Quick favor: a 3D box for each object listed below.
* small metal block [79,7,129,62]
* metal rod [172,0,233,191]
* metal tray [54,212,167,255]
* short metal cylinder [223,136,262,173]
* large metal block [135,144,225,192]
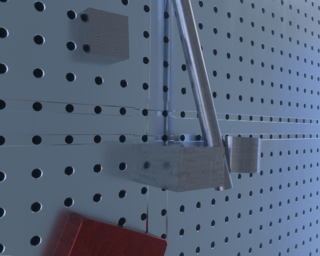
[{"bbox_3d":[-0.064,-0.105,0.357,0.050,0.025,0.050,-3,92,-40],"label":"small metal block"},{"bbox_3d":[0.054,-0.063,0.426,0.025,0.025,0.298,-11,88,-40],"label":"metal rod"},{"bbox_3d":[-0.058,0.160,0.360,0.131,0.030,0.090,30,71,-36],"label":"metal tray"},{"bbox_3d":[0.111,0.039,0.469,0.081,0.080,0.050,5,87,-40],"label":"short metal cylinder"},{"bbox_3d":[0.025,0.047,0.397,0.081,0.080,0.050,3,88,-40],"label":"large metal block"}]
